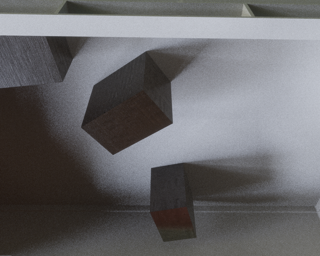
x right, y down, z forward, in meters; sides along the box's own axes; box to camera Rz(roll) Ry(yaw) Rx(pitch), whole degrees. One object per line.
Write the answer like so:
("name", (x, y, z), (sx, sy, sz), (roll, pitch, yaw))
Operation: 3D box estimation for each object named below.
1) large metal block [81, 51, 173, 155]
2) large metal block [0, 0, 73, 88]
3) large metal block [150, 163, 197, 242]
("large metal block", (-0.034, -0.028, 0.348), (0.080, 0.080, 0.050), (-28, 125, 22))
("large metal block", (-0.145, -0.090, 0.315), (0.080, 0.050, 0.080), (-5, 130, 4))
("large metal block", (0.020, 0.112, 0.469), (0.050, 0.080, 0.080), (-11, 129, 9))
